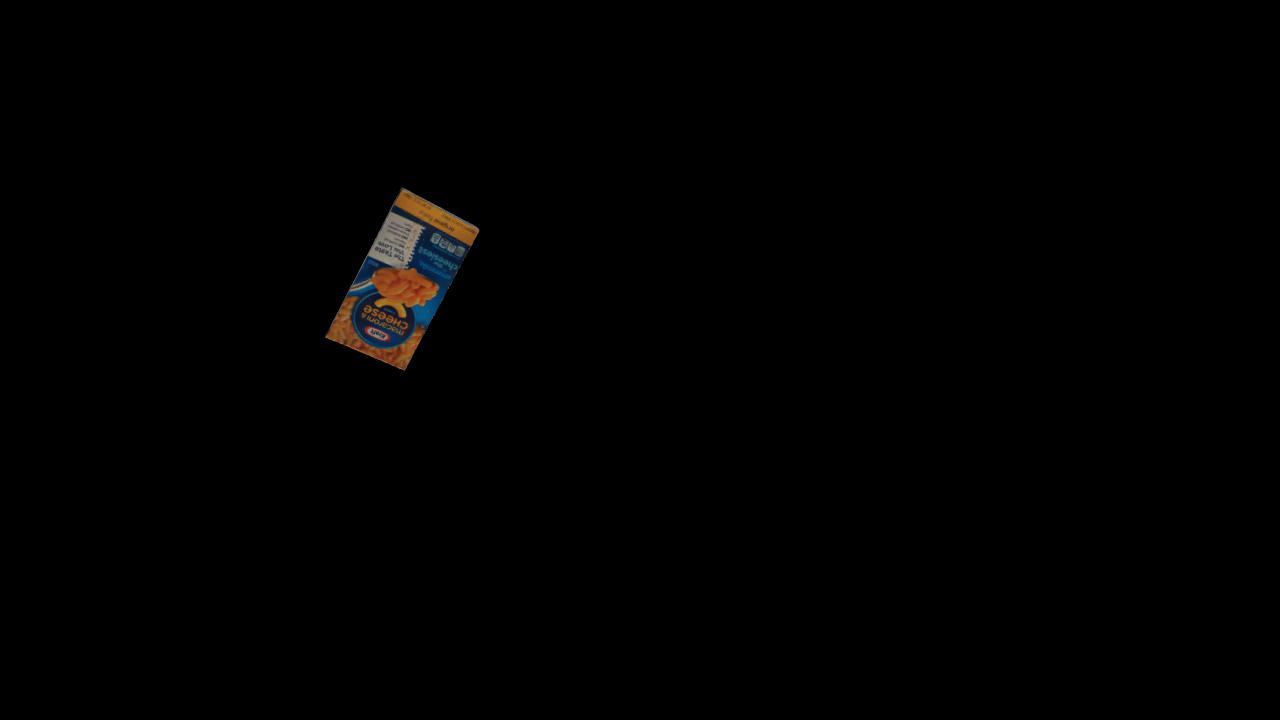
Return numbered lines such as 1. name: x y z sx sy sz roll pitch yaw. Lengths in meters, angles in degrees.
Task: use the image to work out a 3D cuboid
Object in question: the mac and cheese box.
1. mac and cheese box: -0.265 -0.089 0.690 0.093 0.184 0.041 26 6 -27
